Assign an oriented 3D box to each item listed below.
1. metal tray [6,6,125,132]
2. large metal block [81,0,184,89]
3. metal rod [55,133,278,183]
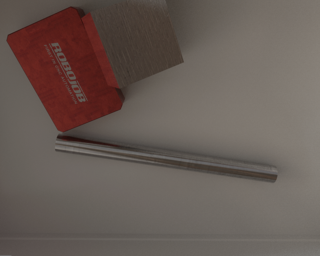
[{"bbox_3d":[-0.111,-0.069,0.382,0.090,0.030,0.129,-21,109,7],"label":"metal tray"},{"bbox_3d":[-0.030,-0.098,0.346,0.081,0.050,0.080,-26,110,-17],"label":"large metal block"},{"bbox_3d":[0.012,0.043,0.427,0.302,0.025,0.025,9,110,-4],"label":"metal rod"}]
